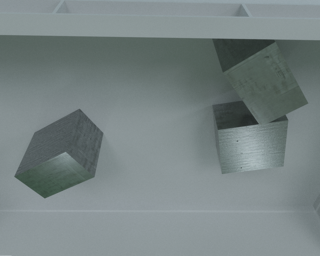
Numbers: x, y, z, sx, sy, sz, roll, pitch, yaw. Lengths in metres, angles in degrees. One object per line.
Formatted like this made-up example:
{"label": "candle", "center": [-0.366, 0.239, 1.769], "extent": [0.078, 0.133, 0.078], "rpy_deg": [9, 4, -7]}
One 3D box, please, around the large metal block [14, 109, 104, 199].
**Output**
{"label": "large metal block", "center": [-0.126, 0.032, 0.399], "extent": [0.080, 0.080, 0.050], "rpy_deg": [-25, 126, 19]}

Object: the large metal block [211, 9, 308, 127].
{"label": "large metal block", "center": [0.101, -0.063, 0.321], "extent": [0.050, 0.080, 0.080], "rpy_deg": [-30, 124, 22]}

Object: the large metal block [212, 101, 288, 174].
{"label": "large metal block", "center": [0.115, 0.010, 0.403], "extent": [0.080, 0.050, 0.080], "rpy_deg": [-8, 130, 6]}
